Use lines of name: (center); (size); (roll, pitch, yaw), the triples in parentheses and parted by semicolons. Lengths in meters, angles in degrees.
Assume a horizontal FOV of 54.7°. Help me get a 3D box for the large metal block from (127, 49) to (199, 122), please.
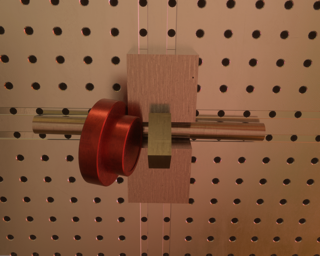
large metal block: (0.003, -0.053, 0.380); (0.081, 0.050, 0.079); (1, 110, -1)

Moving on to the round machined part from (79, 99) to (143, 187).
round machined part: (-0.049, 0.018, 0.350); (0.042, 0.098, 0.097); (9, 111, 12)

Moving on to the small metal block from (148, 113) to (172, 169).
small metal block: (0.000, 0.016, 0.359); (0.025, 0.050, 0.050); (1, 66, 0)

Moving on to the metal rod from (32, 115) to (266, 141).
metal rod: (-0.013, 0.000, 0.413); (0.302, 0.025, 0.025); (2, 110, -1)

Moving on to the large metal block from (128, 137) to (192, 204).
large metal block: (-0.001, 0.054, 0.420); (0.081, 0.050, 0.079); (1, 110, -1)
